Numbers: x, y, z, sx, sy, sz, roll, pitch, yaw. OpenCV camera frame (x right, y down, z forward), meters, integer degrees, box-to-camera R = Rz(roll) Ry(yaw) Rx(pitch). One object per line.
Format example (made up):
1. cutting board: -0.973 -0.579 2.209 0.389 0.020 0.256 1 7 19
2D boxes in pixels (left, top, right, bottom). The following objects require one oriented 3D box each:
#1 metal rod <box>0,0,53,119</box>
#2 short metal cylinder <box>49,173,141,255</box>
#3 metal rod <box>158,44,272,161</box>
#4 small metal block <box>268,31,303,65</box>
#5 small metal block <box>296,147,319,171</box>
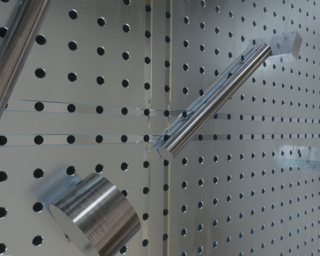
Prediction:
1. metal rod: -0.148 -0.041 0.285 0.025 0.025 0.299 28 73 -37
2. short metal cylinder: -0.066 0.093 0.318 0.050 0.080 0.080 -40 114 -33
3. metal rod: 0.101 -0.054 0.493 0.301 0.025 0.025 -44 117 -31
4. small metal block: 0.237 -0.153 0.591 0.025 0.050 0.050 34 69 -35
5. small metal block: 0.332 0.066 0.672 0.050 0.050 0.025 -38 114 -34
